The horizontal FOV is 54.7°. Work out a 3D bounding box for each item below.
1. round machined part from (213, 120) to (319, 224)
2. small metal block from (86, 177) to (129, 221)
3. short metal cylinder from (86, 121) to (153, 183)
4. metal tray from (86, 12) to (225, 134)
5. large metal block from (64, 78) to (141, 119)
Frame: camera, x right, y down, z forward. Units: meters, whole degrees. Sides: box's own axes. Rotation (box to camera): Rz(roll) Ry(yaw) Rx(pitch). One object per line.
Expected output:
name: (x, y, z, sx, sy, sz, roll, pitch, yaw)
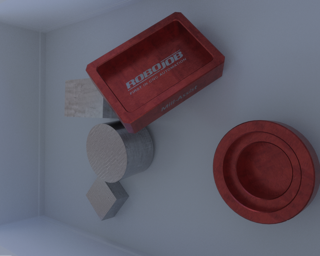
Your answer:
round machined part: (0.106, 0.041, 0.307, 0.098, 0.042, 0.097, 0, 90, 39)
small metal block: (-0.081, 0.103, 0.471, 0.050, 0.025, 0.050, 49, 119, 28)
short metal cylinder: (-0.056, 0.030, 0.427, 0.080, 0.050, 0.079, 9, 104, 38)
metal tray: (-0.005, -0.065, 0.351, 0.131, 0.030, 0.090, -34, 68, -9)
large metal block: (-0.074, -0.039, 0.429, 0.080, 0.081, 0.050, 3, 92, 39)
